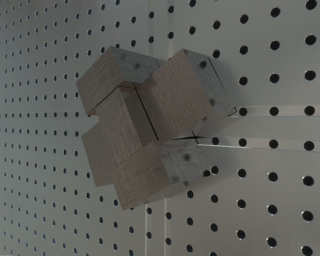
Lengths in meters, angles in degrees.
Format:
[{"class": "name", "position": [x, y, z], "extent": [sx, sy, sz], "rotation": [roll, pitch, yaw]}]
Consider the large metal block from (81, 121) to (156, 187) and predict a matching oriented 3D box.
[{"class": "large metal block", "position": [-0.060, 0.030, 0.445], "extent": [0.080, 0.050, 0.080], "rotation": [-33, 69, 35]}]

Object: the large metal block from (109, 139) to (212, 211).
[{"class": "large metal block", "position": [0.001, 0.054, 0.374], "extent": [0.080, 0.081, 0.050], "rotation": [-35, 68, 34]}]

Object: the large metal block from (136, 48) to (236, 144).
[{"class": "large metal block", "position": [0.029, -0.034, 0.369], "extent": [0.080, 0.050, 0.080], "rotation": [-35, 70, 34]}]

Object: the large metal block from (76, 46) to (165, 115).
[{"class": "large metal block", "position": [-0.051, -0.058, 0.416], "extent": [0.080, 0.081, 0.050], "rotation": [-35, 68, 35]}]

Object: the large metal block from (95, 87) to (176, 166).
[{"class": "large metal block", "position": [-0.025, -0.002, 0.395], "extent": [0.050, 0.081, 0.080], "rotation": [-35, 68, 34]}]
